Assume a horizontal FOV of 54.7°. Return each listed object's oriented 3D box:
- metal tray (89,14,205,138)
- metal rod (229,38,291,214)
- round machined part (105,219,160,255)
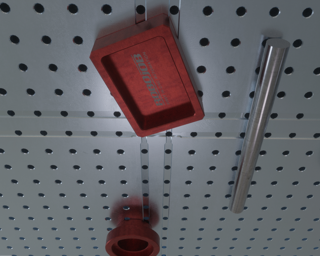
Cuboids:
[{"bbox_3d":[-0.010,-0.054,0.362,0.090,0.030,0.130,-17,128,14],"label":"metal tray"},{"bbox_3d":[0.129,0.022,0.430,0.025,0.025,0.298,0,130,0],"label":"metal rod"},{"bbox_3d":[-0.050,0.206,0.575,0.099,0.042,0.097,0,130,0],"label":"round machined part"}]
